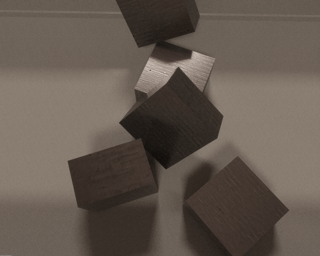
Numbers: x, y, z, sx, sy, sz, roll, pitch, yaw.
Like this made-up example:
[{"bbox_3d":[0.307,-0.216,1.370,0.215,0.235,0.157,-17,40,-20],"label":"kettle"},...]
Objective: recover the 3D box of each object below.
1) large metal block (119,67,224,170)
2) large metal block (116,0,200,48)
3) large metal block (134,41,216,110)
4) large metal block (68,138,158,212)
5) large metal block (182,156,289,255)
[{"bbox_3d":[0.014,-0.010,0.364,0.080,0.080,0.050,46,34,-11],"label":"large metal block"},{"bbox_3d":[-0.002,-0.160,0.397,0.080,0.080,0.050,-9,38,24],"label":"large metal block"},{"bbox_3d":[0.020,-0.061,0.419,0.080,0.050,0.080,21,71,7],"label":"large metal block"},{"bbox_3d":[-0.049,0.058,0.357,0.080,0.080,0.050,-17,71,-4],"label":"large metal block"},{"bbox_3d":[0.085,0.093,0.363,0.080,0.050,0.080,-38,75,-13],"label":"large metal block"}]
